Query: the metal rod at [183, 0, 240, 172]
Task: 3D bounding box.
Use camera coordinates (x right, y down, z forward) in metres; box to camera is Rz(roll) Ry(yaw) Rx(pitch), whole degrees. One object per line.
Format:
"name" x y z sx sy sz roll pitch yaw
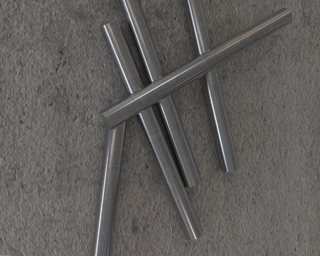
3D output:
"metal rod" 0.066 -0.085 0.433 0.025 0.025 0.298 -16 95 -19

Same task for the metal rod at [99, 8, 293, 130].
"metal rod" 0.059 -0.085 0.402 0.302 0.025 0.025 -32 101 -17

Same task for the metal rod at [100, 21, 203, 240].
"metal rod" -0.008 0.010 0.406 0.025 0.025 0.299 -24 98 -18

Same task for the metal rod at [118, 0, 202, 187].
"metal rod" -0.004 -0.063 0.407 0.025 0.025 0.298 -22 98 -19

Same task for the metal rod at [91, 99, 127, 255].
"metal rod" -0.067 0.114 0.384 0.025 0.025 0.298 7 88 -20
